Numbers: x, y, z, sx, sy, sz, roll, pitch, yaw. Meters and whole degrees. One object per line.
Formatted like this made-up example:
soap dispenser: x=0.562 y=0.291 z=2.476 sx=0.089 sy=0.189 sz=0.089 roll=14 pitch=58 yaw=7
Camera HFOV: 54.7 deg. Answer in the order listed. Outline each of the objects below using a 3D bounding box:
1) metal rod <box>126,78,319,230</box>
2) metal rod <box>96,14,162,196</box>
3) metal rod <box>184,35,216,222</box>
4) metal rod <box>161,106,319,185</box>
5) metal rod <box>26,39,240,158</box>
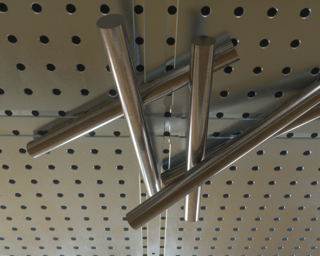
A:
metal rod: x=0.083 y=0.035 z=0.388 sx=0.300 sy=0.025 sz=0.025 roll=-36 pitch=123 yaw=7
metal rod: x=-0.027 y=0.003 z=0.385 sx=0.025 sy=0.025 sz=0.299 roll=-5 pitch=139 yaw=4
metal rod: x=0.047 y=0.027 z=0.401 sx=0.025 sy=0.025 sz=0.298 roll=-1 pitch=130 yaw=1
metal rod: x=0.130 y=0.013 z=0.424 sx=0.300 sy=0.025 sz=0.025 roll=-29 pitch=125 yaw=22
metal rod: x=-0.047 y=-0.028 z=0.387 sx=0.300 sy=0.025 sz=0.025 roll=-24 pitch=126 yaw=18
